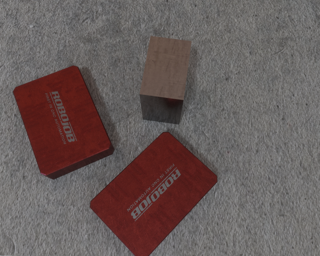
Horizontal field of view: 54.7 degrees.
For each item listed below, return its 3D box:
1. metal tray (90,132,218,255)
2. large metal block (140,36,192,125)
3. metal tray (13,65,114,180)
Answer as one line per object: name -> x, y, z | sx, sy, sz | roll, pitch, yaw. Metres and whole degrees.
metal tray -> -0.006, 0.079, 0.376 | 0.090, 0.030, 0.130 | 43, 75, 13
large metal block -> 0.007, -0.059, 0.400 | 0.050, 0.080, 0.080 | 8, 70, 2
metal tray -> -0.127, -0.010, 0.407 | 0.091, 0.030, 0.130 | -23, 72, -9
